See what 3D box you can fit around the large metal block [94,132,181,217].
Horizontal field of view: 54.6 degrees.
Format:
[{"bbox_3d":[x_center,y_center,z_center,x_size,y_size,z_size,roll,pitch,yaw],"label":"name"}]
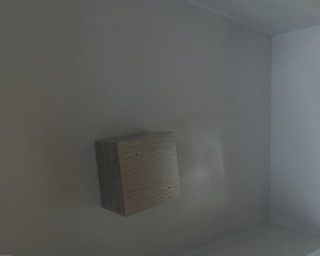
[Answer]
[{"bbox_3d":[-0.026,0.049,0.368,0.081,0.050,0.080,-10,97,-39],"label":"large metal block"}]
